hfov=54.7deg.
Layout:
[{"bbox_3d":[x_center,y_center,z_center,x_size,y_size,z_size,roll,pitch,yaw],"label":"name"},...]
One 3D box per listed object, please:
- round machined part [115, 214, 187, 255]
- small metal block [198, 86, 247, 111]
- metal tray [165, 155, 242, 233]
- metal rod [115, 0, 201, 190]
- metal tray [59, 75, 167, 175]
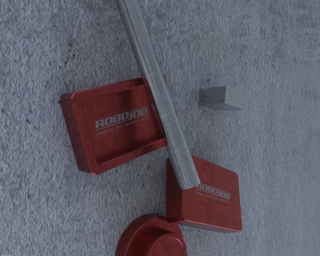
[{"bbox_3d":[-0.004,0.162,0.393,0.099,0.042,0.097,0,90,-40],"label":"round machined part"},{"bbox_3d":[0.095,-0.044,0.471,0.050,0.050,0.025,12,83,-40],"label":"small metal block"},{"bbox_3d":[0.065,0.095,0.441,0.131,0.030,0.090,24,56,-38],"label":"metal tray"},{"bbox_3d":[-0.014,-0.074,0.358,0.025,0.025,0.298,-20,92,-39],"label":"metal rod"},{"bbox_3d":[-0.042,-0.009,0.367,0.131,0.030,0.089,-21,103,-38],"label":"metal tray"}]
